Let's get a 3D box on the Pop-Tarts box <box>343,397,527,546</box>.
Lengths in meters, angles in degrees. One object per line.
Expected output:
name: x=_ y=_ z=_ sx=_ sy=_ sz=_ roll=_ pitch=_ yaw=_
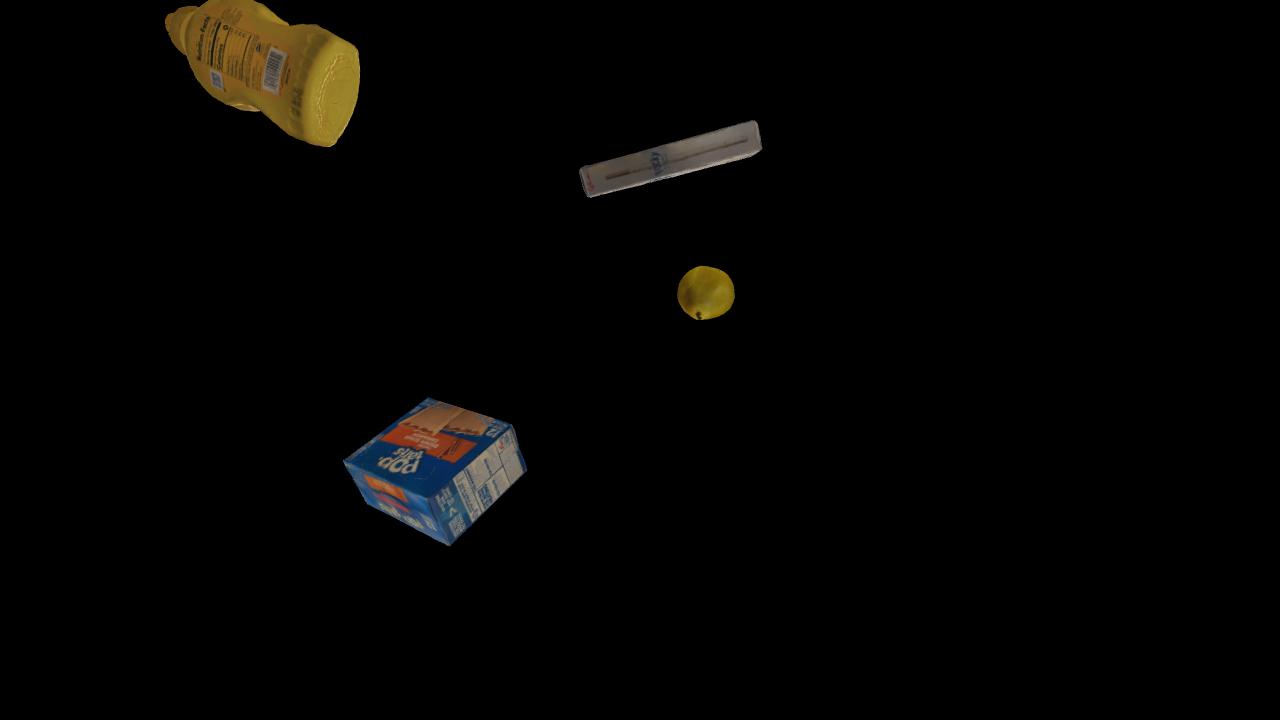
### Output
Pop-Tarts box: x=-0.256 y=0.133 z=0.777 sx=0.167 sy=0.083 sz=0.141 roll=12 pitch=39 yaw=33

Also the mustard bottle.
mustard bottle: x=-0.331 y=-0.257 z=0.524 sx=0.184 sy=0.092 sz=0.054 roll=26 pitch=21 yaw=11

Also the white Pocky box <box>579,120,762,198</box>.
white Pocky box: x=0.028 y=-0.178 z=0.551 sx=0.154 sy=0.028 sz=0.084 roll=-12 pitch=15 yaw=8

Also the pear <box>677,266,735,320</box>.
pear: x=0.083 y=-0.081 z=0.844 sx=0.080 sy=0.080 sz=0.111 roll=0 pitch=32 yaw=30
